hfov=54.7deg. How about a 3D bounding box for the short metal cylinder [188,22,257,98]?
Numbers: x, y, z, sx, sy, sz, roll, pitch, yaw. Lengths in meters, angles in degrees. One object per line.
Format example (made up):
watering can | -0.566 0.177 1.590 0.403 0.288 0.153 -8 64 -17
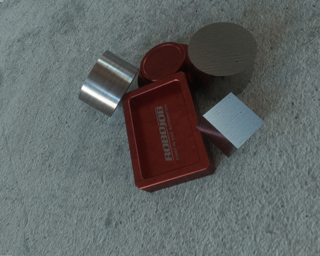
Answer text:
short metal cylinder | 0.076 -0.084 0.387 0.080 0.050 0.080 -3 64 7

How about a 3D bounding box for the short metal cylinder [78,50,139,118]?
short metal cylinder | -0.071 -0.062 0.437 0.050 0.080 0.080 31 74 -7

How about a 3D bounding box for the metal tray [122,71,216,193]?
metal tray | 0.007 0.004 0.381 0.090 0.030 0.130 -20 64 16

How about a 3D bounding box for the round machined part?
round machined part | 0.011 -0.083 0.440 0.098 0.042 0.098 -13 56 21

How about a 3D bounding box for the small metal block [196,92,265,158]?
small metal block | 0.078 -0.004 0.344 0.050 0.025 0.050 -38 76 -27
